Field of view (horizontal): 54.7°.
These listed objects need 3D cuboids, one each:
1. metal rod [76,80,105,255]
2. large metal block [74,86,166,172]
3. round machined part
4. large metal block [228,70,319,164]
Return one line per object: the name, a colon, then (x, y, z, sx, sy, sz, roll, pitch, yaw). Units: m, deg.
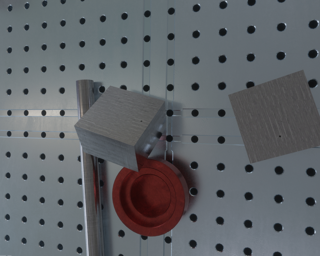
metal rod: (-0.099, 0.080, 0.447, 0.025, 0.025, 0.298, -4, 89, 20)
large metal block: (-0.046, -0.001, 0.393, 0.080, 0.080, 0.050, 17, 140, 19)
round machined part: (-0.009, 0.087, 0.407, 0.098, 0.042, 0.097, 0, 90, 20)
large metal block: (0.132, -0.011, 0.353, 0.080, 0.050, 0.080, -18, 84, 19)
